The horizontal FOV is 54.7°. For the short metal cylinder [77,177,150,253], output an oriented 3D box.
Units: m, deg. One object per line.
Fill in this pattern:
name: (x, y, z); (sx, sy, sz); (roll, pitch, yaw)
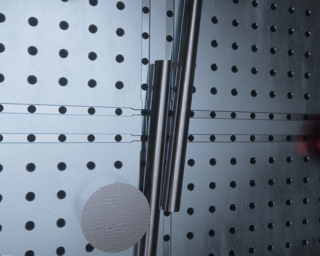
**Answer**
short metal cylinder: (-0.058, 0.103, 0.378); (0.081, 0.050, 0.080); (0, 90, -20)

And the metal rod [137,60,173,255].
metal rod: (-0.008, 0.061, 0.409); (0.025, 0.025, 0.298); (6, 88, -20)

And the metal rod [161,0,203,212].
metal rod: (0.031, -0.038, 0.423); (0.025, 0.025, 0.298); (7, 88, -20)
